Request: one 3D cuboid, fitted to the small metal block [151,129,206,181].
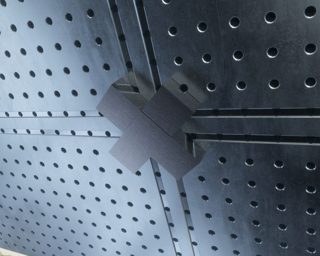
[{"bbox_3d":[0.025,0.036,0.419,0.050,0.025,0.050,42,129,-1],"label":"small metal block"}]

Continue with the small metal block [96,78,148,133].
[{"bbox_3d":[-0.051,-0.030,0.418,0.050,0.025,0.050,42,129,-1],"label":"small metal block"}]

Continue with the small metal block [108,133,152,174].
[{"bbox_3d":[-0.039,0.032,0.450,0.050,0.025,0.050,41,129,-1],"label":"small metal block"}]

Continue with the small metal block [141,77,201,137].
[{"bbox_3d":[0.014,-0.025,0.387,0.050,0.025,0.050,41,129,-1],"label":"small metal block"}]

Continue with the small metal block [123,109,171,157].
[{"bbox_3d":[-0.013,0.003,0.417,0.050,0.025,0.050,41,129,-1],"label":"small metal block"}]
